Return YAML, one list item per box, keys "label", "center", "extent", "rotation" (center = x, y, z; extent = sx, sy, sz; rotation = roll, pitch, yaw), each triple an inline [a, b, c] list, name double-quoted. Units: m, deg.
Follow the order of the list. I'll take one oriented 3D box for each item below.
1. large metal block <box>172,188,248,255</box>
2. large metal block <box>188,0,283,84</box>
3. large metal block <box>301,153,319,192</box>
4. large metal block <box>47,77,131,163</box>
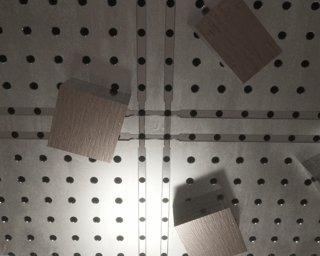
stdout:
- label: "large metal block"
  center: [0.072, 0.147, 0.455]
  extent: [0.080, 0.050, 0.080]
  rotation: [-22, 109, 7]
- label: "large metal block"
  center: [0.079, -0.103, 0.347]
  extent: [0.050, 0.080, 0.080]
  rotation: [-41, 105, 13]
- label: "large metal block"
  center: [0.261, 0.069, 0.429]
  extent: [0.080, 0.050, 0.080]
  rotation: [-34, 107, 11]
- label: "large metal block"
  center: [-0.088, -0.011, 0.395]
  extent: [0.080, 0.050, 0.079]
  rotation: [16, 109, -7]
